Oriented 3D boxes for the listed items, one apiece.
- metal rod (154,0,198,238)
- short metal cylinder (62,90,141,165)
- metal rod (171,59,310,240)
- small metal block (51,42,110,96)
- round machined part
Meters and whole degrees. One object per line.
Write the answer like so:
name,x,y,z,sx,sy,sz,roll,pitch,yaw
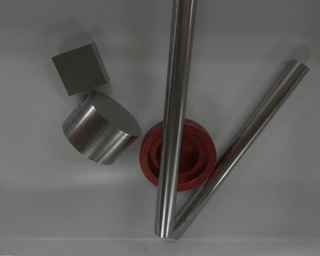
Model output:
metal rod,0.016,-0.001,0.366,0.025,0.025,0.298,4,109,-2
short metal cylinder,-0.070,-0.001,0.381,0.080,0.080,0.050,39,105,-14
metal rod,0.097,0.040,0.427,0.025,0.025,0.298,30,107,-11
small metal block,-0.097,-0.073,0.383,0.050,0.025,0.050,-18,109,6
round machined part,0.023,0.032,0.414,0.099,0.042,0.097,0,110,-1
